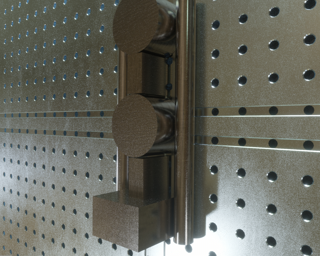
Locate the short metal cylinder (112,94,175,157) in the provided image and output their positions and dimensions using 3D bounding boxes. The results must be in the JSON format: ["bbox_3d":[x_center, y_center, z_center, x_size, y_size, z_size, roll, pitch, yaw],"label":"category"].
[{"bbox_3d":[-0.018,-0.003,0.407,0.080,0.050,0.080,0,90,40],"label":"short metal cylinder"}]

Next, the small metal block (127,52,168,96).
[{"bbox_3d":[-0.016,-0.068,0.405,0.025,0.050,0.050,1,91,40],"label":"small metal block"}]

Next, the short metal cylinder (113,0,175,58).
[{"bbox_3d":[-0.016,-0.133,0.406,0.080,0.050,0.080,0,90,40],"label":"short metal cylinder"}]

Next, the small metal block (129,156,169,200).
[{"bbox_3d":[-0.014,0.062,0.404,0.025,0.050,0.050,0,90,40],"label":"small metal block"}]

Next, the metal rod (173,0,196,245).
[{"bbox_3d":[0.031,-0.009,0.383,0.025,0.025,0.298,1,91,40],"label":"metal rod"}]

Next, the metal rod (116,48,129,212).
[{"bbox_3d":[-0.050,-0.009,0.450,0.025,0.025,0.298,1,91,40],"label":"metal rod"}]

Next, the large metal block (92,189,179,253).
[{"bbox_3d":[-0.029,0.112,0.397,0.080,0.081,0.050,1,91,40],"label":"large metal block"}]
